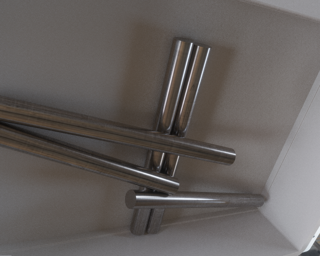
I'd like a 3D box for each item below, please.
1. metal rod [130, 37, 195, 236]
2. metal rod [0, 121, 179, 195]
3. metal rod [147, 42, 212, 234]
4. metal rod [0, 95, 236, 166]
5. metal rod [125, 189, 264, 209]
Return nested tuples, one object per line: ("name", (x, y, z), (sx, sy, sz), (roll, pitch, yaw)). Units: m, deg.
("metal rod", (-0.004, 0.029, 0.422), (0.025, 0.025, 0.298), (-1, 119, -28))
("metal rod", (-0.100, 0.032, 0.356), (0.302, 0.025, 0.025), (23, 106, -31))
("metal rod", (0.019, 0.031, 0.436), (0.025, 0.025, 0.298), (-1, 119, -28))
("metal rod", (-0.033, 0.010, 0.371), (0.302, 0.025, 0.025), (13, 112, -27))
("metal rod", (0.076, 0.116, 0.500), (0.302, 0.025, 0.025), (12, 113, -40))
